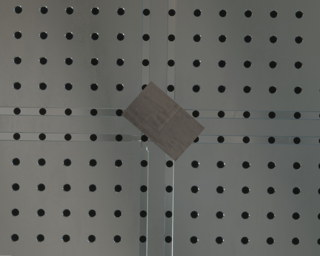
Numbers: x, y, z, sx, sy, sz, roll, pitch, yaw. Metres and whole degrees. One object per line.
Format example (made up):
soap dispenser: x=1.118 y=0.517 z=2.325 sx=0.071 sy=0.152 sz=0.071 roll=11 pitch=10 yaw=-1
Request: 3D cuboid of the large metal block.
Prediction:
large metal block: x=0.004 y=-0.008 z=0.386 sx=0.080 sy=0.080 sz=0.050 roll=41 pitch=90 yaw=-1
